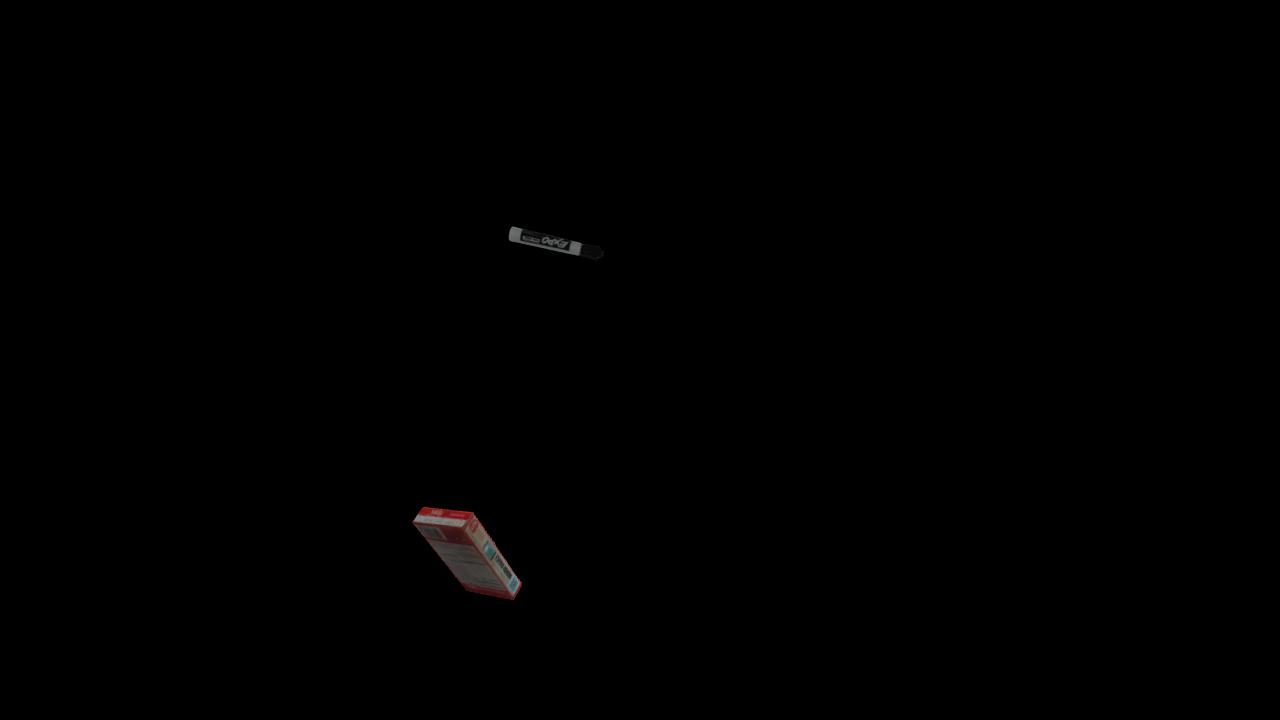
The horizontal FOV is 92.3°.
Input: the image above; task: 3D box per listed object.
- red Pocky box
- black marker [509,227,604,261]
[{"bbox_3d":[-0.217,0.247,0.783,0.083,0.155,0.028,-1,39,24],"label":"red Pocky box"},{"bbox_3d":[-0.106,-0.147,0.781,0.121,0.020,0.020,13,0,2],"label":"black marker"}]
